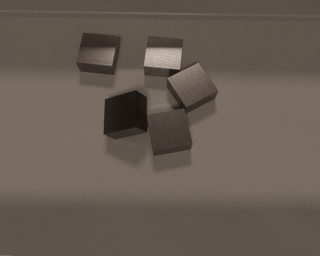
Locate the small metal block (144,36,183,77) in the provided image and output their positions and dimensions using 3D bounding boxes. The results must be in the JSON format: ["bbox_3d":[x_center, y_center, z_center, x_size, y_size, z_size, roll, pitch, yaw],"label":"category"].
[{"bbox_3d":[0.005,-0.102,0.447,0.050,0.025,0.050,6,70,2],"label":"small metal block"}]

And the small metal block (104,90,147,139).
[{"bbox_3d":[-0.045,-0.016,0.403,0.050,0.025,0.050,-12,67,28],"label":"small metal block"}]

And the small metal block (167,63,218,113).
[{"bbox_3d":[0.044,-0.055,0.430,0.050,0.025,0.050,-28,73,-10],"label":"small metal block"}]

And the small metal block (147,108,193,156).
[{"bbox_3d":[0.012,0.006,0.408,0.050,0.025,0.050,-10,70,-4],"label":"small metal block"}]

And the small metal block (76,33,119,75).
[{"bbox_3d":[-0.088,-0.107,0.448,0.050,0.025,0.050,6,70,2],"label":"small metal block"}]
